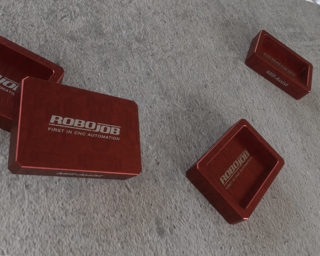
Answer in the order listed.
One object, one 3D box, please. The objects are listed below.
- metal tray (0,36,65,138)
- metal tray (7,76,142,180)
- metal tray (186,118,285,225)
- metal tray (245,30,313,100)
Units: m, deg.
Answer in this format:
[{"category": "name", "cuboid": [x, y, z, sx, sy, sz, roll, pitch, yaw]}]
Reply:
[{"category": "metal tray", "cuboid": [-0.184, -0.057, 0.335, 0.131, 0.030, 0.090, 27, 52, -12]}, {"category": "metal tray", "cuboid": [-0.084, 0.005, 0.328, 0.131, 0.030, 0.090, 10, 65, -36]}, {"category": "metal tray", "cuboid": [0.107, 0.054, 0.424, 0.090, 0.030, 0.131, 48, 51, 5]}, {"category": "metal tray", "cuboid": [0.233, -0.123, 0.600, 0.130, 0.030, 0.090, 32, 51, -7]}]
